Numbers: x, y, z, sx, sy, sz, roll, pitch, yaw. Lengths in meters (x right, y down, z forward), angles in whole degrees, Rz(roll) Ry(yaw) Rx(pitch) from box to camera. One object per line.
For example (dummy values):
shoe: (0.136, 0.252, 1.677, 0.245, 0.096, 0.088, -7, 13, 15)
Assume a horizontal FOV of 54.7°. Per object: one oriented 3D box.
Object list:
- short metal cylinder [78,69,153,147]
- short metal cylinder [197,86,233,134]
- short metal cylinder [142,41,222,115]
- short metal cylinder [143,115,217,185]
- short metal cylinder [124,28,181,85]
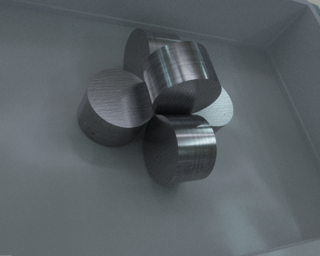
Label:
short metal cylinder: (-0.053, -0.024, 0.373, 0.081, 0.050, 0.080, 14, 56, -21)
short metal cylinder: (0.054, -0.026, 0.431, 0.081, 0.050, 0.080, 14, 56, -21)
short metal cylinder: (0.024, -0.053, 0.357, 0.081, 0.080, 0.050, -1, 62, -29)
short metal cylinder: (0.021, 0.024, 0.364, 0.050, 0.080, 0.080, -2, 63, -30)
short metal cylinder: (-0.010, -0.090, 0.417, 0.050, 0.080, 0.080, -2, 63, -30)
